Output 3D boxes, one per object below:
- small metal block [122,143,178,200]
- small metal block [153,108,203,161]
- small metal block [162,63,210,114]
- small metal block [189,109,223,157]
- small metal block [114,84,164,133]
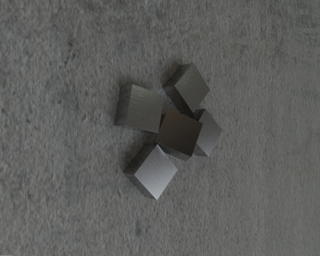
[{"bbox_3d":[-0.012,0.055,0.397,0.050,0.025,0.050,-52,121,-27],"label":"small metal block"},{"bbox_3d":[0.023,0.009,0.408,0.050,0.025,0.050,24,67,-4],"label":"small metal block"},{"bbox_3d":[0.038,-0.056,0.439,0.050,0.025,0.050,-53,121,-27],"label":"small metal block"},{"bbox_3d":[0.060,0.007,0.458,0.050,0.025,0.050,47,62,-30],"label":"small metal block"},{"bbox_3d":[-0.025,-0.022,0.385,0.050,0.025,0.050,14,81,-39],"label":"small metal block"}]
